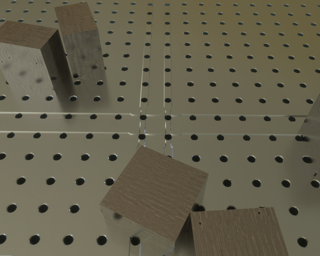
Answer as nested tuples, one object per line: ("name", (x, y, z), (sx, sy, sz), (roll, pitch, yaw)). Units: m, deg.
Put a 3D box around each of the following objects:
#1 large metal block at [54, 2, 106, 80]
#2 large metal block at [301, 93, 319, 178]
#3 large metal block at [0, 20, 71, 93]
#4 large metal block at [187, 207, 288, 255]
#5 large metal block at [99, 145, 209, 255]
("large metal block", (-0.125, -0.137, 0.485), (0.050, 0.080, 0.080), (-15, 52, -13))
("large metal block", (0.215, 0.007, 0.369), (0.050, 0.080, 0.080), (5, 50, 4))
("large metal block", (-0.189, -0.104, 0.457), (0.080, 0.080, 0.050), (12, 51, 9))
("large metal block", (0.071, 0.124, 0.288), (0.081, 0.050, 0.080), (-3, 50, -3))
("large metal block", (-0.004, 0.076, 0.327), (0.080, 0.050, 0.080), (22, 53, 17))
